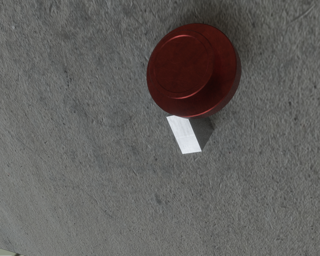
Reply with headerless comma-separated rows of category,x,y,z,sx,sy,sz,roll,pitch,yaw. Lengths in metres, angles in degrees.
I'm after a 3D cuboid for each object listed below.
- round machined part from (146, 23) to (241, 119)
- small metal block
round machined part,0.028,-0.060,0.314,0.098,0.042,0.097,-3,83,26
small metal block,0.038,-0.005,0.368,0.025,0.050,0.050,-11,113,33
